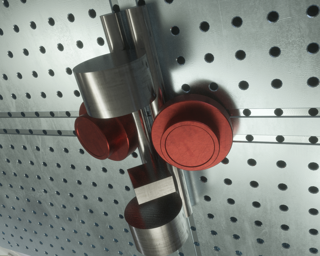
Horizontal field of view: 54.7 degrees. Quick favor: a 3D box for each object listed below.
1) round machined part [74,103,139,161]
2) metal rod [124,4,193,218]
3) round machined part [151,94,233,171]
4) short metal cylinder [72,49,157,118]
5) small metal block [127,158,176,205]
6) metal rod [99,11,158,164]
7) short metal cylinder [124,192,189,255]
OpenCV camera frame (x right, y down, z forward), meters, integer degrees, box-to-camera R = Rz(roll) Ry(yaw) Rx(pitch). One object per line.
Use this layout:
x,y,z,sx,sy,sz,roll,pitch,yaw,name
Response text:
-0.080,0.005,0.430,0.098,0.042,0.097,24,132,30,round machined part
0.005,-0.003,0.406,0.025,0.025,0.298,1,119,28,metal rod
0.037,0.012,0.371,0.098,0.042,0.097,4,118,9,round machined part
-0.048,-0.051,0.341,0.080,0.080,0.050,1,119,28,short metal cylinder
-0.013,0.070,0.415,0.050,0.050,0.025,-17,116,-10,small metal block
-0.026,-0.002,0.423,0.025,0.025,0.298,1,119,28,metal rod
-0.004,0.129,0.430,0.080,0.080,0.050,1,119,28,short metal cylinder
